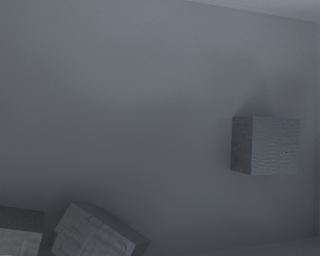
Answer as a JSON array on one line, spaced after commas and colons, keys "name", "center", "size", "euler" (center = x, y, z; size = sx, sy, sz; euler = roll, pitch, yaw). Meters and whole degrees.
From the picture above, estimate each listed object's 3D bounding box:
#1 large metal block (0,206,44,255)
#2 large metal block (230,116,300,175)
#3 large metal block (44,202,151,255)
[{"name": "large metal block", "center": [-0.169, 0.115, 0.319], "size": [0.081, 0.080, 0.050], "euler": [15, 85, -20]}, {"name": "large metal block", "center": [0.153, 0.025, 0.453], "size": [0.081, 0.050, 0.080], "euler": [3, 89, -20]}, {"name": "large metal block", "center": [-0.064, 0.127, 0.342], "size": [0.080, 0.080, 0.050], "euler": [28, 79, 16]}]
